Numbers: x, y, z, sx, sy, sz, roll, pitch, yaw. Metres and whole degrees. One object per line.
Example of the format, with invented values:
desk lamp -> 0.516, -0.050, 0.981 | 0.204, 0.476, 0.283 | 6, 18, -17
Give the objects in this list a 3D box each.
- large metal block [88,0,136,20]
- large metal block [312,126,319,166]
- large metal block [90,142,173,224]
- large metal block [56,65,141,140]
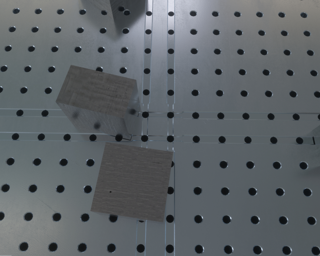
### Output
large metal block -> -0.077, -0.232, 0.483 | 0.080, 0.050, 0.080 | 39, 75, 13
large metal block -> 0.250, 0.012, 0.380 | 0.080, 0.080, 0.050 | -2, 70, -1
large metal block -> -0.030, 0.068, 0.374 | 0.080, 0.050, 0.080 | 8, 70, 3
large metal block -> -0.073, -0.029, 0.393 | 0.080, 0.080, 0.050 | 14, 71, 5
